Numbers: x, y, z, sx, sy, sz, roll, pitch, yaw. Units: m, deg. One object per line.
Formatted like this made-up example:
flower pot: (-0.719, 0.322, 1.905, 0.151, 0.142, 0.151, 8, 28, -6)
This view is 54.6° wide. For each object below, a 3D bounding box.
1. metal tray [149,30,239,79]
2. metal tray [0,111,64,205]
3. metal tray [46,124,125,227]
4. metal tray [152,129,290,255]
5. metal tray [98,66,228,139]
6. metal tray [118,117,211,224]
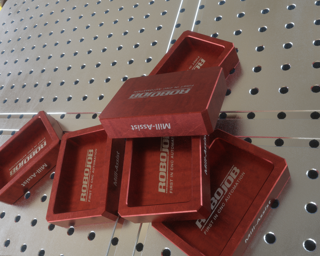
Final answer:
metal tray: (0.035, -0.070, 0.430, 0.090, 0.030, 0.130, 31, 78, 38)
metal tray: (-0.211, 0.044, 0.489, 0.130, 0.030, 0.090, -42, 51, -1)
metal tray: (-0.098, 0.061, 0.419, 0.090, 0.030, 0.130, -13, 56, 21)
metal tray: (0.063, 0.074, 0.327, 0.090, 0.030, 0.130, 28, 77, 37)
metal tray: (0.005, -0.030, 0.362, 0.130, 0.030, 0.090, -3, 38, 27)
metal tray: (0.006, 0.034, 0.342, 0.090, 0.030, 0.130, -11, 57, 22)
